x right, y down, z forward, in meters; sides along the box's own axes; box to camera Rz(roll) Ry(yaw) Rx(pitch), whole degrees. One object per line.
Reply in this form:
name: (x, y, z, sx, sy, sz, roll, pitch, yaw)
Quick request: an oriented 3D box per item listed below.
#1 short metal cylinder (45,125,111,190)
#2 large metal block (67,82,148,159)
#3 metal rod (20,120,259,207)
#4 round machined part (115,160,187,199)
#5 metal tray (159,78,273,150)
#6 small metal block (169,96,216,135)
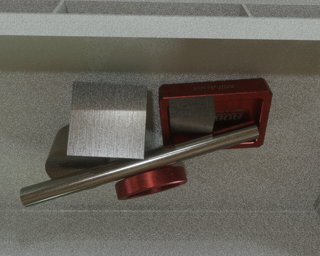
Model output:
short metal cylinder: (-0.108, 0.040, 0.422, 0.081, 0.050, 0.079, 0, 130, 0)
large metal block: (-0.056, -0.006, 0.355, 0.081, 0.080, 0.050, 3, 172, -2)
metal rod: (-0.024, 0.044, 0.390, 0.302, 0.025, 0.025, -16, 129, -1)
round machined part: (-0.015, 0.067, 0.432, 0.099, 0.042, 0.098, -14, 164, -4)
metal tray: (0.067, -0.014, 0.392, 0.131, 0.030, 0.089, -4, 130, 2)
small metal block: (0.037, -0.014, 0.368, 0.050, 0.025, 0.050, -3, 156, 3)
